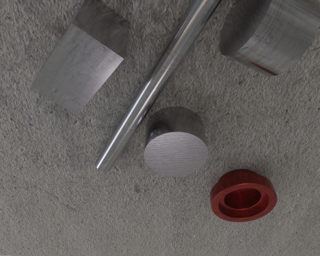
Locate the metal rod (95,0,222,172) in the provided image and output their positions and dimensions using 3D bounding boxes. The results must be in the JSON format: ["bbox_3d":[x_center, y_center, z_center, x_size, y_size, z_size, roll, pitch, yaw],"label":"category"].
[{"bbox_3d":[-0.011,-0.046,0.367,0.025,0.025,0.298,23,127,-18],"label":"metal rod"}]

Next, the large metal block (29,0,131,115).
[{"bbox_3d":[-0.076,-0.074,0.307,0.050,0.080,0.080,32,123,-24],"label":"large metal block"}]

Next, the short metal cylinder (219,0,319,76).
[{"bbox_3d":[0.100,-0.095,0.291,0.050,0.080,0.079,21,127,-17],"label":"short metal cylinder"}]

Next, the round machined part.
[{"bbox_3d":[0.127,0.102,0.484,0.099,0.042,0.097,0,130,0],"label":"round machined part"}]

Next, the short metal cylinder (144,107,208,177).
[{"bbox_3d":[0.020,0.019,0.407,0.081,0.050,0.079,0,130,0],"label":"short metal cylinder"}]
